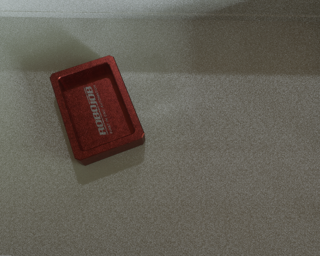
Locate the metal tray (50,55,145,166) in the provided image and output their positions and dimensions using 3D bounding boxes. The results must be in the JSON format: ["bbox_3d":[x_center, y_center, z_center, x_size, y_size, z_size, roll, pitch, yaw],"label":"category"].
[{"bbox_3d":[-0.084,-0.026,0.415,0.091,0.030,0.130,-20,71,-8],"label":"metal tray"}]
